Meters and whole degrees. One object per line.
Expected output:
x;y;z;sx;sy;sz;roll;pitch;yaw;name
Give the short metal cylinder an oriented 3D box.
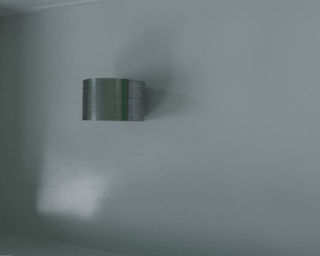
-0.059;-0.034;0.401;0.080;0.080;0.050;1;91;19;short metal cylinder
